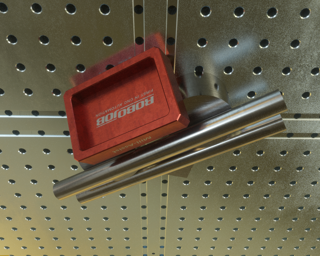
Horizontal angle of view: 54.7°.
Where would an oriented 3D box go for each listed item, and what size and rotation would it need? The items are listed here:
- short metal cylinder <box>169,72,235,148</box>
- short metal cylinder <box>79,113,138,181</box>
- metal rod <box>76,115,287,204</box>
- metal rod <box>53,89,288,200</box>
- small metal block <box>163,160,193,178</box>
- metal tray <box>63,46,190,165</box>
[{"bbox_3d":[0.046,-0.021,0.378,0.081,0.050,0.079,0,130,0],"label":"short metal cylinder"},{"bbox_3d":[-0.065,0.026,0.416,0.081,0.050,0.079,0,130,0],"label":"short metal cylinder"},{"bbox_3d":[0.015,0.046,0.417,0.300,0.025,0.025,-22,127,17],"label":"metal rod"},{"bbox_3d":[-0.003,0.028,0.368,0.300,0.025,0.025,-23,127,18],"label":"metal rod"},{"bbox_3d":[0.022,0.043,0.447,0.050,0.025,0.050,11,129,-10],"label":"small metal block"},{"bbox_3d":[-0.042,-0.022,0.347,0.130,0.090,0.030,-23,159,17],"label":"metal tray"}]
